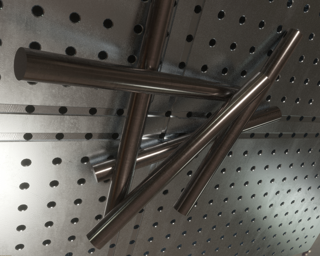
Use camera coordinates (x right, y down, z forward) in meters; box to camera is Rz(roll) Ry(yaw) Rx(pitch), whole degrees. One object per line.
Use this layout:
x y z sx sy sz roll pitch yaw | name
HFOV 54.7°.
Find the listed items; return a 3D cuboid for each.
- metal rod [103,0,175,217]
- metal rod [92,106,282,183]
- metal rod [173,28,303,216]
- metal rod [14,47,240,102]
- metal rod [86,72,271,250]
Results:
-0.027 -0.016 0.366 0.025 0.025 0.298 4 110 -31 | metal rod
0.052 0.018 0.452 0.302 0.025 0.025 -17 126 -19 | metal rod
0.110 -0.007 0.441 0.025 0.025 0.299 31 92 -38 | metal rod
0.003 -0.048 0.338 0.302 0.025 0.025 0 120 -45 | metal rod
0.029 0.036 0.394 0.301 0.025 0.025 -43 130 -8 | metal rod
